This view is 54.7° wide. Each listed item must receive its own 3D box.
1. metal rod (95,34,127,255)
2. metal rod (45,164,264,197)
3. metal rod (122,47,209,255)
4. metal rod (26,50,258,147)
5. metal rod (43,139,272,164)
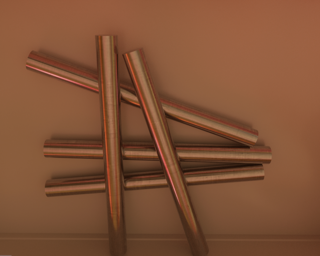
[{"bbox_3d":[-0.060,0.037,0.395,0.025,0.025,0.298,0,110,-1],"label":"metal rod"},{"bbox_3d":[-0.008,0.073,0.437,0.302,0.025,0.025,-5,110,1],"label":"metal rod"},{"bbox_3d":[0.014,0.046,0.400,0.025,0.025,0.298,-17,110,6],"label":"metal rod"},{"bbox_3d":[-0.016,-0.034,0.396,0.302,0.025,0.025,19,109,-8],"label":"metal rod"},{"bbox_3d":[-0.002,0.032,0.421,0.302,0.025,0.025,2,110,-1],"label":"metal rod"}]
